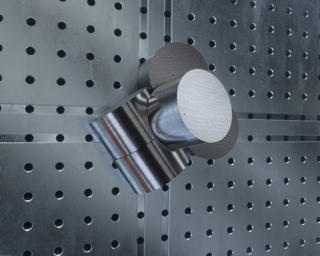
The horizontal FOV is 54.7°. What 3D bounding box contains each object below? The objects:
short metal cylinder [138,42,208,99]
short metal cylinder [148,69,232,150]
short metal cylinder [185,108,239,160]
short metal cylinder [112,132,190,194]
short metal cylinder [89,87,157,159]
[{"bbox_3d":[0.016,-0.066,0.405,0.081,0.050,0.079,0,90,-21],"label":"short metal cylinder"},{"bbox_3d":[0.034,-0.019,0.344,0.081,0.050,0.080,11,72,-36],"label":"short metal cylinder"},{"bbox_3d":[0.058,0.001,0.421,0.081,0.050,0.079,0,90,-21],"label":"short metal cylinder"},{"bbox_3d":[-0.011,0.036,0.380,0.080,0.080,0.050,-35,102,-17],"label":"short metal cylinder"},{"bbox_3d":[-0.037,-0.007,0.371,0.080,0.080,0.050,-36,102,-17],"label":"short metal cylinder"}]
